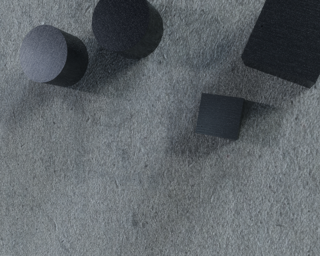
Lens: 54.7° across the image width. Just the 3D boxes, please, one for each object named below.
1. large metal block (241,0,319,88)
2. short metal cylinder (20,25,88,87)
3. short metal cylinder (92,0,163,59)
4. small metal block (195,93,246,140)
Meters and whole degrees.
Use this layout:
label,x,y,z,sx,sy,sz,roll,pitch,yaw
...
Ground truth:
label,x,y,z,sx,sy,sz,roll,pitch,yaw
large metal block,0.147,-0.098,0.344,0.080,0.050,0.080,25,98,18
short metal cylinder,-0.153,-0.102,0.450,0.080,0.050,0.080,0,90,20
short metal cylinder,-0.042,-0.136,0.410,0.080,0.050,0.080,0,90,20
small metal block,0.075,-0.014,0.383,0.050,0.025,0.050,10,93,19
